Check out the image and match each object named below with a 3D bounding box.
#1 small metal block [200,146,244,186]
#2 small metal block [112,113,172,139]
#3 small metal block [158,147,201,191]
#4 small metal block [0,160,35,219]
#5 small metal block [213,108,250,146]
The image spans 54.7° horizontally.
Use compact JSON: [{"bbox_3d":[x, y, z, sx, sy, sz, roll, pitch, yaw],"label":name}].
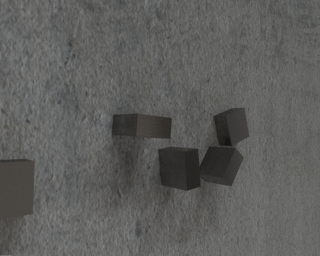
[{"bbox_3d":[0.090,0.056,0.467,0.025,0.050,0.050,44,63,-32],"label":"small metal block"},{"bbox_3d":[-0.022,-0.002,0.372,0.050,0.050,0.025,6,86,-40],"label":"small metal block"},{"bbox_3d":[0.025,0.053,0.412,0.025,0.050,0.050,-8,95,-40],"label":"small metal block"},{"bbox_3d":[-0.146,0.055,0.284,0.050,0.025,0.050,2,89,-40],"label":"small metal block"},{"bbox_3d":[0.118,-0.002,0.506,0.050,0.025,0.050,-21,104,-38],"label":"small metal block"}]
